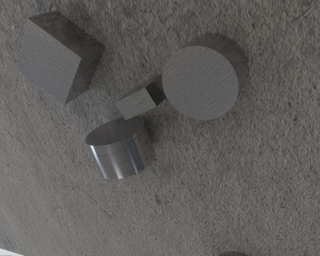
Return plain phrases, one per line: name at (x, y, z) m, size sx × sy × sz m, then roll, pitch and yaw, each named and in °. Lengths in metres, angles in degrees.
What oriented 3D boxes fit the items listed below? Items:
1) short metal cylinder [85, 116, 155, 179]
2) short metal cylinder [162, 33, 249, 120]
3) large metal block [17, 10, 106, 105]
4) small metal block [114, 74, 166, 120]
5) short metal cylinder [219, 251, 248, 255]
short metal cylinder at (-0.052, 0.024, 0.414) m, size 0.080 × 0.080 × 0.050 m, roll -4°, pitch 117°, yaw 30°
short metal cylinder at (0.049, -0.055, 0.331) m, size 0.080 × 0.050 × 0.079 m, roll 13°, pitch 124°, yaw 21°
large metal block at (-0.130, -0.091, 0.403) m, size 0.080 × 0.050 × 0.080 m, roll 37°, pitch 129°, yaw 3°
small metal block at (-0.018, -0.039, 0.376) m, size 0.050 × 0.050 × 0.025 m, roll -21°, pitch 107°, yaw 36°
short metal cylinder at (0.119, 0.239, 0.476) m, size 0.080 × 0.050 × 0.079 m, roll 13°, pitch 124°, yaw 21°
